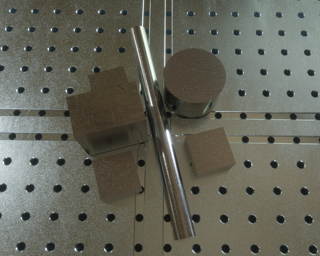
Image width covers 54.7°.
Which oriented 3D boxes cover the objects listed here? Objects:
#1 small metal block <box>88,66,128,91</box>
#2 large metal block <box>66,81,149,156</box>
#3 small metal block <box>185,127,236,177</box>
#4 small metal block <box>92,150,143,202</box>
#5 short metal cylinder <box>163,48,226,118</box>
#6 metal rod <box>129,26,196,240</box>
[{"bbox_3d":[-0.068,-0.053,0.430,0.050,0.025,0.050,-16,71,-6],"label":"small metal block"},{"bbox_3d":[-0.061,-0.009,0.383,0.081,0.080,0.050,-15,71,-6],"label":"large metal block"},{"bbox_3d":[0.064,0.031,0.401,0.050,0.025,0.050,-14,71,-6],"label":"small metal block"},{"bbox_3d":[-0.053,0.061,0.389,0.050,0.025,0.050,-15,71,-6],"label":"small metal block"},{"bbox_3d":[0.044,-0.060,0.420,0.081,0.050,0.080,0,70,0],"label":"short metal cylinder"},{"bbox_3d":[-0.002,-0.008,0.414,0.025,0.025,0.299,-12,70,-5],"label":"metal rod"}]
